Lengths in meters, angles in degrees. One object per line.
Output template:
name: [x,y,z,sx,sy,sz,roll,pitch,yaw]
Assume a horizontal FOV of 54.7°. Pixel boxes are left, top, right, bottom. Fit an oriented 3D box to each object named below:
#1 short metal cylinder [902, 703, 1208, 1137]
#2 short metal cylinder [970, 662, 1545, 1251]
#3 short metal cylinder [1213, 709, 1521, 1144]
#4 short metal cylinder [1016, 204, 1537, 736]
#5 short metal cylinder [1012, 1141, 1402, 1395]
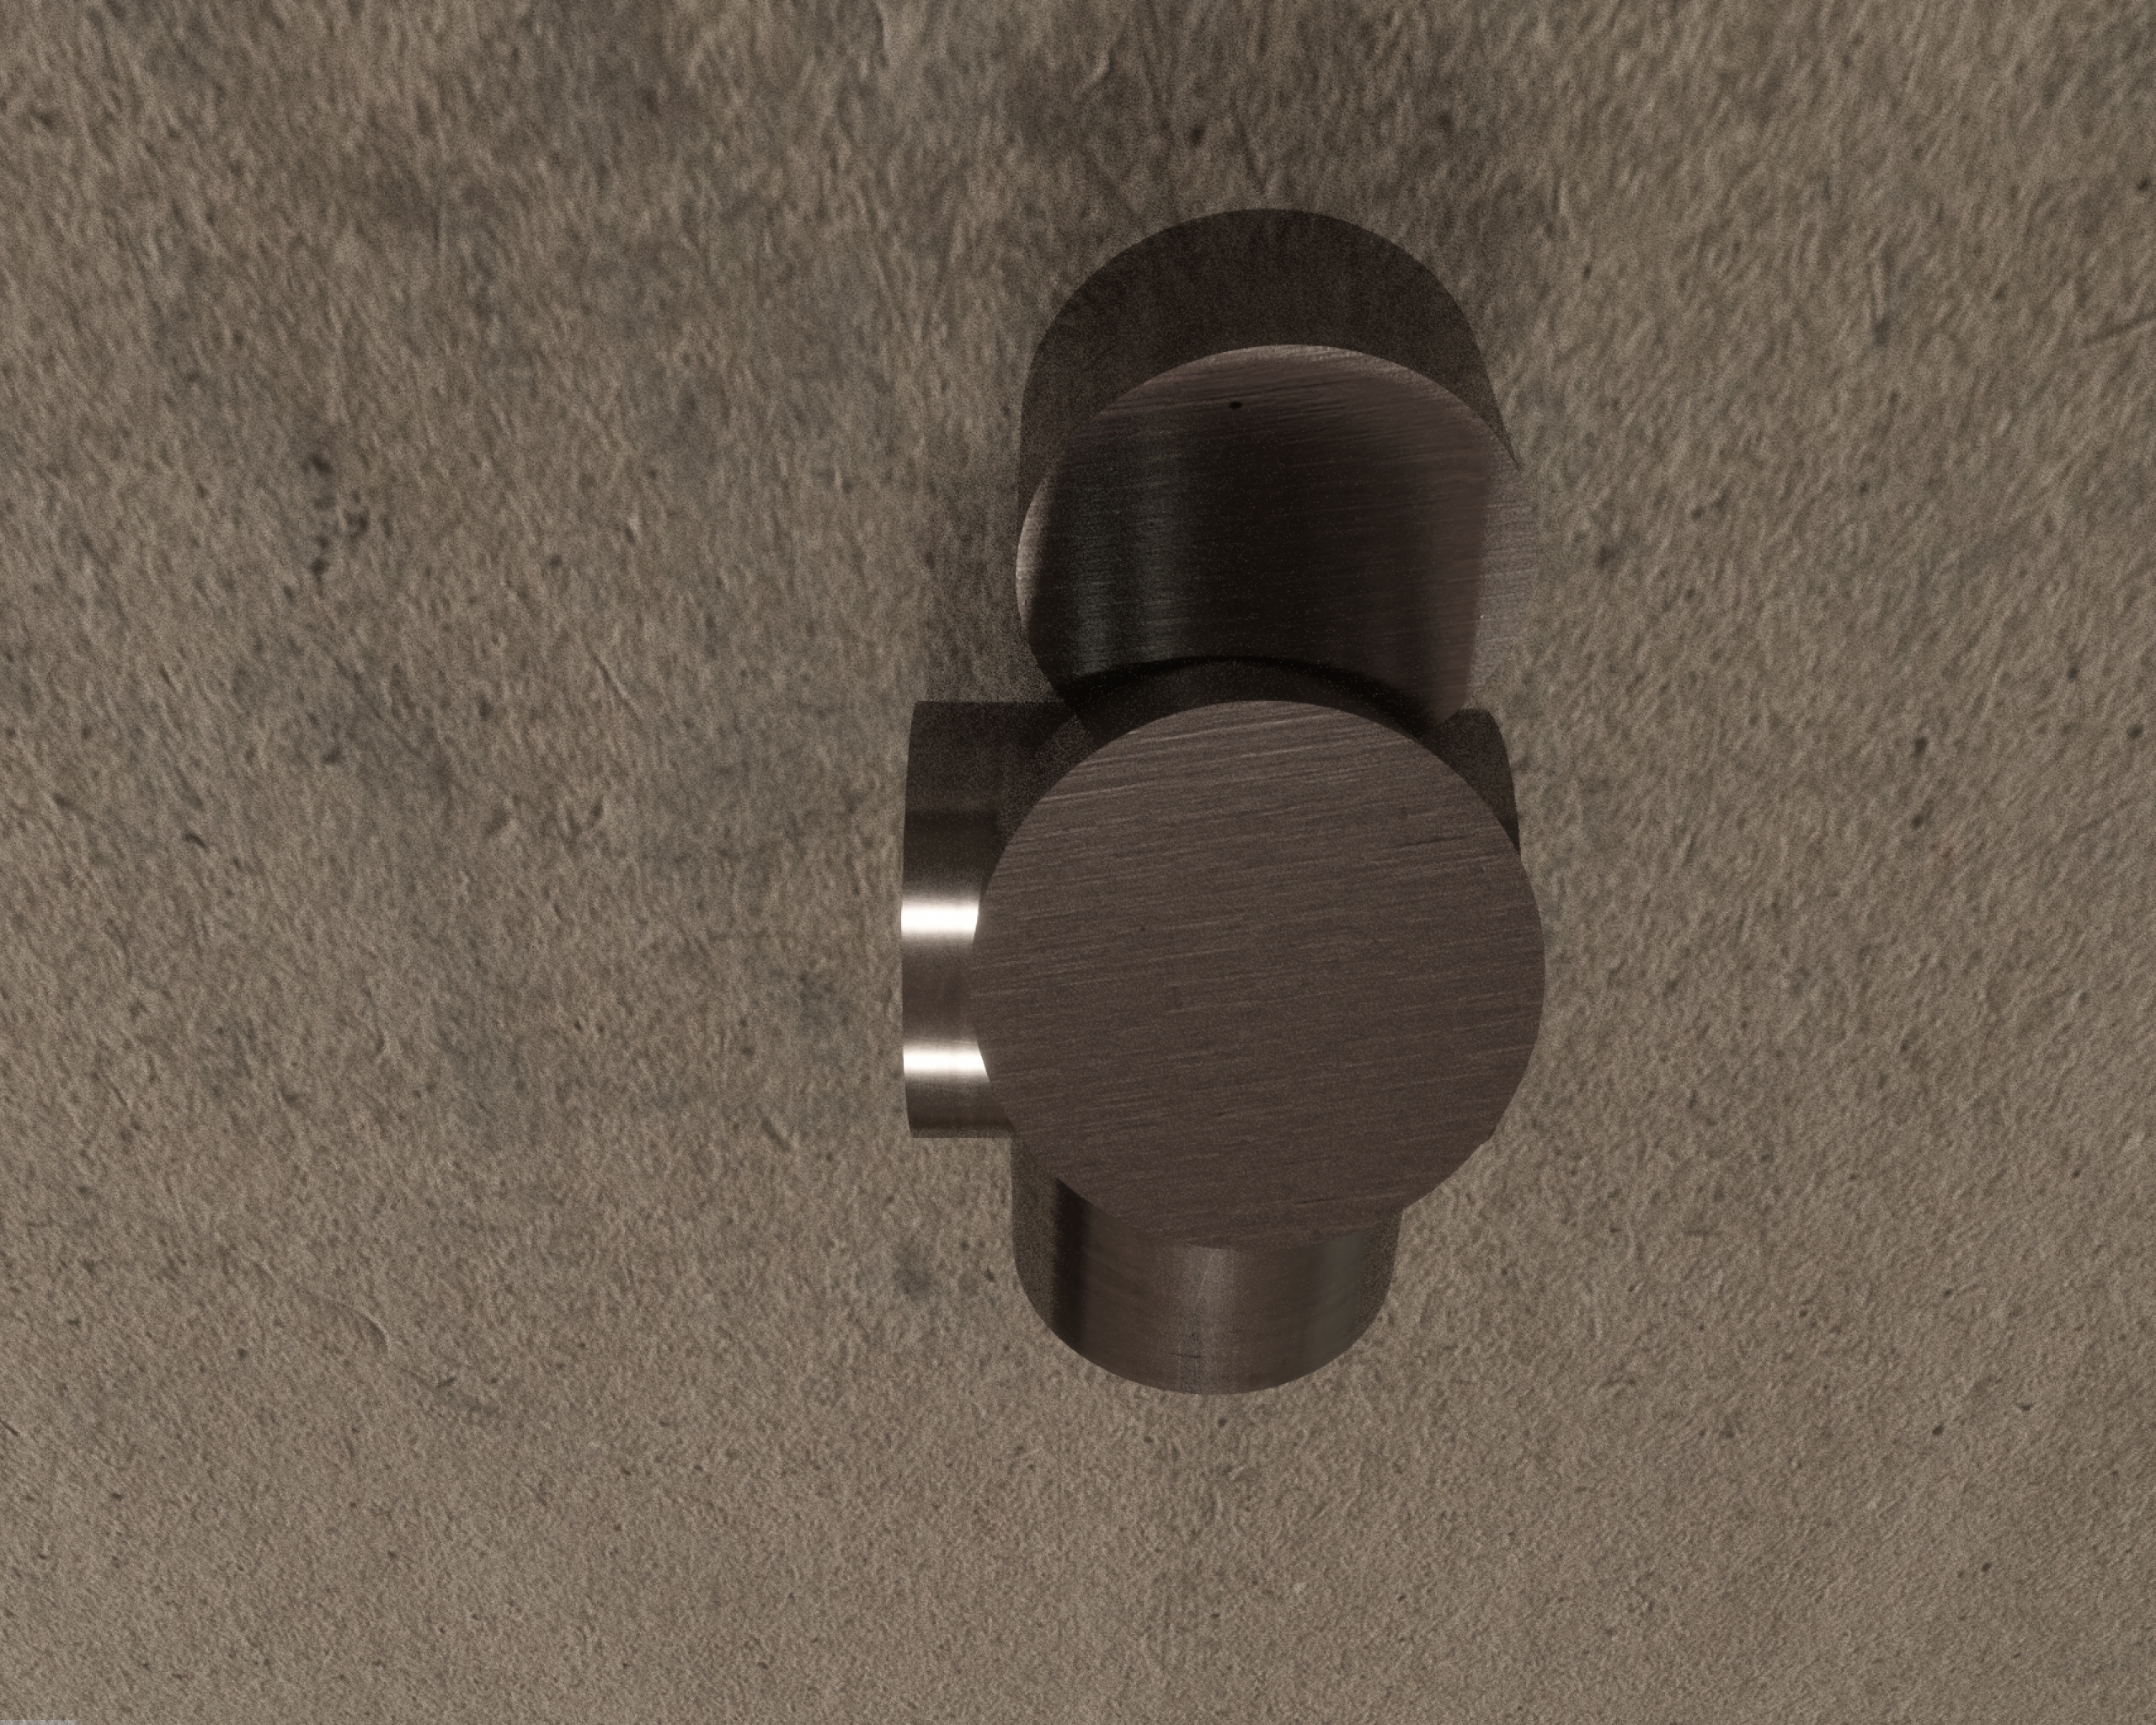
short metal cylinder: [-0.004,0.010,0.382,0.050,0.080,0.079,0,130,-1]
short metal cylinder: [0.025,0.012,0.316,0.081,0.050,0.079,0,102,-1]
short metal cylinder: [0.048,0.011,0.382,0.050,0.080,0.079,1,130,0]
short metal cylinder: [0.031,-0.060,0.343,0.081,0.050,0.079,0,130,0]
short metal cylinder: [0.027,0.060,0.425,0.081,0.080,0.050,0,130,-1]
